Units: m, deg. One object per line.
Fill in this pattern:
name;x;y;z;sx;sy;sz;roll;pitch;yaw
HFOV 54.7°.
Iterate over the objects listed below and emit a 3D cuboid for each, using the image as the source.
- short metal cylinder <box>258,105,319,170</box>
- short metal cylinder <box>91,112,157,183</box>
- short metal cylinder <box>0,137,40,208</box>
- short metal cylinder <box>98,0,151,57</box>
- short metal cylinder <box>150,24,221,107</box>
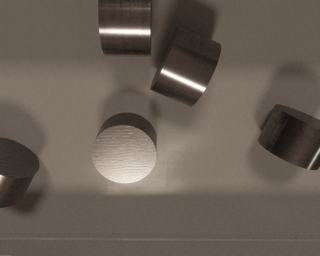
short metal cylinder;0.172;0.010;0.388;0.080;0.080;0.050;19;109;-7
short metal cylinder;-0.045;0.025;0.407;0.081;0.050;0.079;0;110;-1
short metal cylinder;-0.206;0.056;0.400;0.080;0.080;0.050;31;107;-11
short metal cylinder;-0.035;-0.119;0.338;0.050;0.080;0.079;1;110;-1
short metal cylinder;0.028;-0.071;0.356;0.050;0.080;0.079;23;108;-9
